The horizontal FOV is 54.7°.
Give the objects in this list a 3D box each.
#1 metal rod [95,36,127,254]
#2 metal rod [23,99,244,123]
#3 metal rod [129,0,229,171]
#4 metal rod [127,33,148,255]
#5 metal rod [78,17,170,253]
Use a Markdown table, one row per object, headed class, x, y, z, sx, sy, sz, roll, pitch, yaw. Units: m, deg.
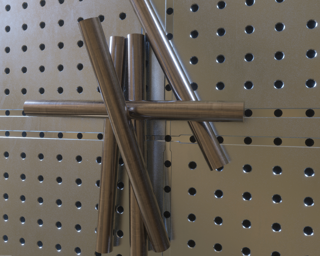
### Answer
| class | x | y | z | sx | sy | sz | roll | pitch | yaw |
| --- | --- | --- | --- | --- | --- | --- | --- | --- | --- |
| metal rod | -0.068 | 0.024 | 0.435 | 0.025 | 0.025 | 0.298 | 5 | 92 | 19 |
| metal rod | -0.047 | -0.024 | 0.400 | 0.301 | 0.025 | 0.025 | 2 | 91 | 19 |
| metal rod | 0.012 | -0.086 | 0.407 | 0.025 | 0.025 | 0.299 | -28 | 81 | 17 |
| metal rod | -0.031 | 0.024 | 0.422 | 0.025 | 0.025 | 0.298 | -1 | 90 | 19 |
| metal rod | -0.040 | 0.018 | 0.382 | 0.025 | 0.025 | 0.298 | -12 | 103 | 19 |
